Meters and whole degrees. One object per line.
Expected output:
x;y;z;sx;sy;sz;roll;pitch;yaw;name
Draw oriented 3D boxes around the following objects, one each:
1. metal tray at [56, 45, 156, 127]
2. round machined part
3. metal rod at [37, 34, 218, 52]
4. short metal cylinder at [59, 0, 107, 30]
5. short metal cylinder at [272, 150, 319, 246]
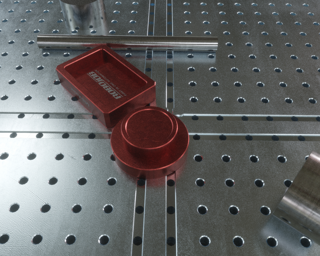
-0.080;-0.067;0.460;0.091;0.030;0.130;-35;58;-26;metal tray
-0.013;0.011;0.387;0.099;0.042;0.098;0;50;0;round machined part
-0.054;-0.145;0.528;0.302;0.025;0.025;1;50;0;metal rod
-0.144;-0.228;0.582;0.081;0.050;0.080;0;50;0;short metal cylinder
0.158;0.069;0.314;0.050;0.080;0.080;32;57;24;short metal cylinder
